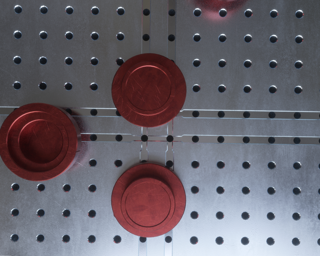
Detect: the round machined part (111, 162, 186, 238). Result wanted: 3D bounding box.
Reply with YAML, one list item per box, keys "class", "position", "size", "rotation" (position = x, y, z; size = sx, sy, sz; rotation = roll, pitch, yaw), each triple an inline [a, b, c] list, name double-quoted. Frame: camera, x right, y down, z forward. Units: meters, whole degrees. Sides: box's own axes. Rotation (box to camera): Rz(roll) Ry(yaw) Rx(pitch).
- class: "round machined part"
  position: [-0.015, 0.095, 0.405]
  size: [0.099, 0.042, 0.097]
  rotation: [0, 90, 0]

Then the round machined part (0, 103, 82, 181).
- class: "round machined part"
  position: [-0.151, 0.017, 0.404]
  size: [0.099, 0.042, 0.097]
  rotation: [0, 90, 0]

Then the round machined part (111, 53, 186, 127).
- class: "round machined part"
  position: [-0.014, -0.050, 0.405]
  size: [0.099, 0.042, 0.097]
  rotation: [0, 90, 0]
